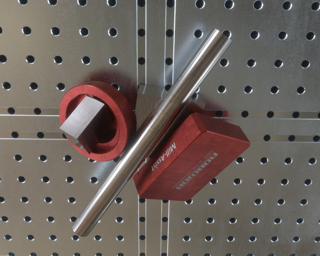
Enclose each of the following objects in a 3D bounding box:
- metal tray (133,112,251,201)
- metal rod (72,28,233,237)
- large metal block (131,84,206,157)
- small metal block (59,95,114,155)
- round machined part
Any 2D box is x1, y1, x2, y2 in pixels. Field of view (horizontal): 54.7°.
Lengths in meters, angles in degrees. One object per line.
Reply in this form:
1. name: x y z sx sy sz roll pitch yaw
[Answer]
1. metal tray: 0.038 0.043 0.391 0.091 0.030 0.129 15 128 -39
2. metal rod: -0.019 0.018 0.366 0.025 0.025 0.299 33 106 -12
3. large metal block: 0.007 -0.006 0.397 0.081 0.050 0.079 8 110 -4
4. small metal block: -0.085 -0.003 0.368 0.025 0.050 0.050 29 70 16
5. round machined part: -0.072 -0.011 0.385 0.098 0.042 0.097 10 115 23
